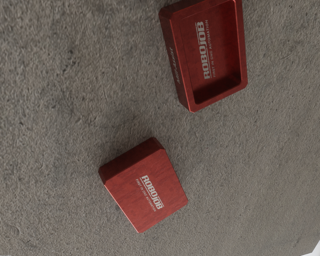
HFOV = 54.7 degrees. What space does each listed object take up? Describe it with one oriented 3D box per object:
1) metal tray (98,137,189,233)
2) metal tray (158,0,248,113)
[{"bbox_3d":[-0.019,0.086,0.446,0.090,0.030,0.130,-31,129,-9],"label":"metal tray"},{"bbox_3d":[0.058,-0.093,0.377,0.091,0.030,0.129,-26,128,-12],"label":"metal tray"}]
